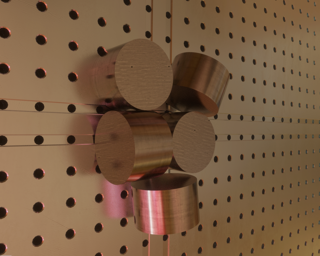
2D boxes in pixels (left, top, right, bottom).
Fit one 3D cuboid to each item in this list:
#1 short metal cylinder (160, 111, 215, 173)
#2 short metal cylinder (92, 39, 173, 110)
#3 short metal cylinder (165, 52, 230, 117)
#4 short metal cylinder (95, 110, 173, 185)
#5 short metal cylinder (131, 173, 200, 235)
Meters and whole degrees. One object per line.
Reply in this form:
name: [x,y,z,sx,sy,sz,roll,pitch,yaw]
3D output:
short metal cylinder: [0.029,0.018,0.417,0.081,0.050,0.079,-1,91,-40]
short metal cylinder: [-0.031,-0.060,0.366,0.081,0.050,0.079,0,91,-39]
short metal cylinder: [0.046,-0.055,0.412,0.080,0.080,0.050,35,68,-35]
short metal cylinder: [-0.031,0.020,0.348,0.050,0.080,0.079,-3,92,-41]
short metal cylinder: [0.007,0.089,0.378,0.081,0.080,0.050,-8,96,-40]
